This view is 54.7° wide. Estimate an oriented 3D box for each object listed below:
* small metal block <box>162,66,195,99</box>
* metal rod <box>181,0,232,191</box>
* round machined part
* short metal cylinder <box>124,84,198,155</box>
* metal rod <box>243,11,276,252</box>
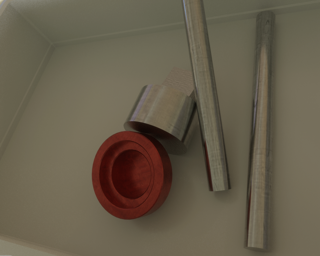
[{"bbox_3d":[0.030,-0.051,0.421,0.050,0.025,0.050,25,75,36],"label":"small metal block"},{"bbox_3d":[0.046,-0.080,0.353,0.025,0.025,0.298,-10,82,22],"label":"metal rod"},{"bbox_3d":[-0.028,0.054,0.361,0.098,0.042,0.097,-4,83,30],"label":"round machined part"},{"bbox_3d":[0.004,-0.009,0.372,0.080,0.080,0.050,10,66,32],"label":"short metal cylinder"},{"bbox_3d":[0.117,-0.018,0.354,0.025,0.025,0.299,-3,60,26],"label":"metal rod"}]
